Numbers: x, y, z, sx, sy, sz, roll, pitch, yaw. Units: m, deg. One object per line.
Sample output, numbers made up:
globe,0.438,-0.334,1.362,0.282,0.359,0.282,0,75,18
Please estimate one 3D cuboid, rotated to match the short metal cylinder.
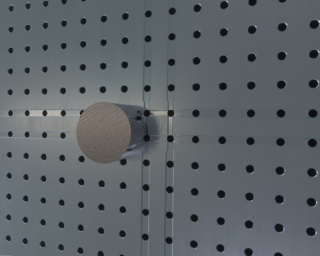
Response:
short metal cylinder,-0.065,0.006,0.423,0.080,0.050,0.080,0,90,20
